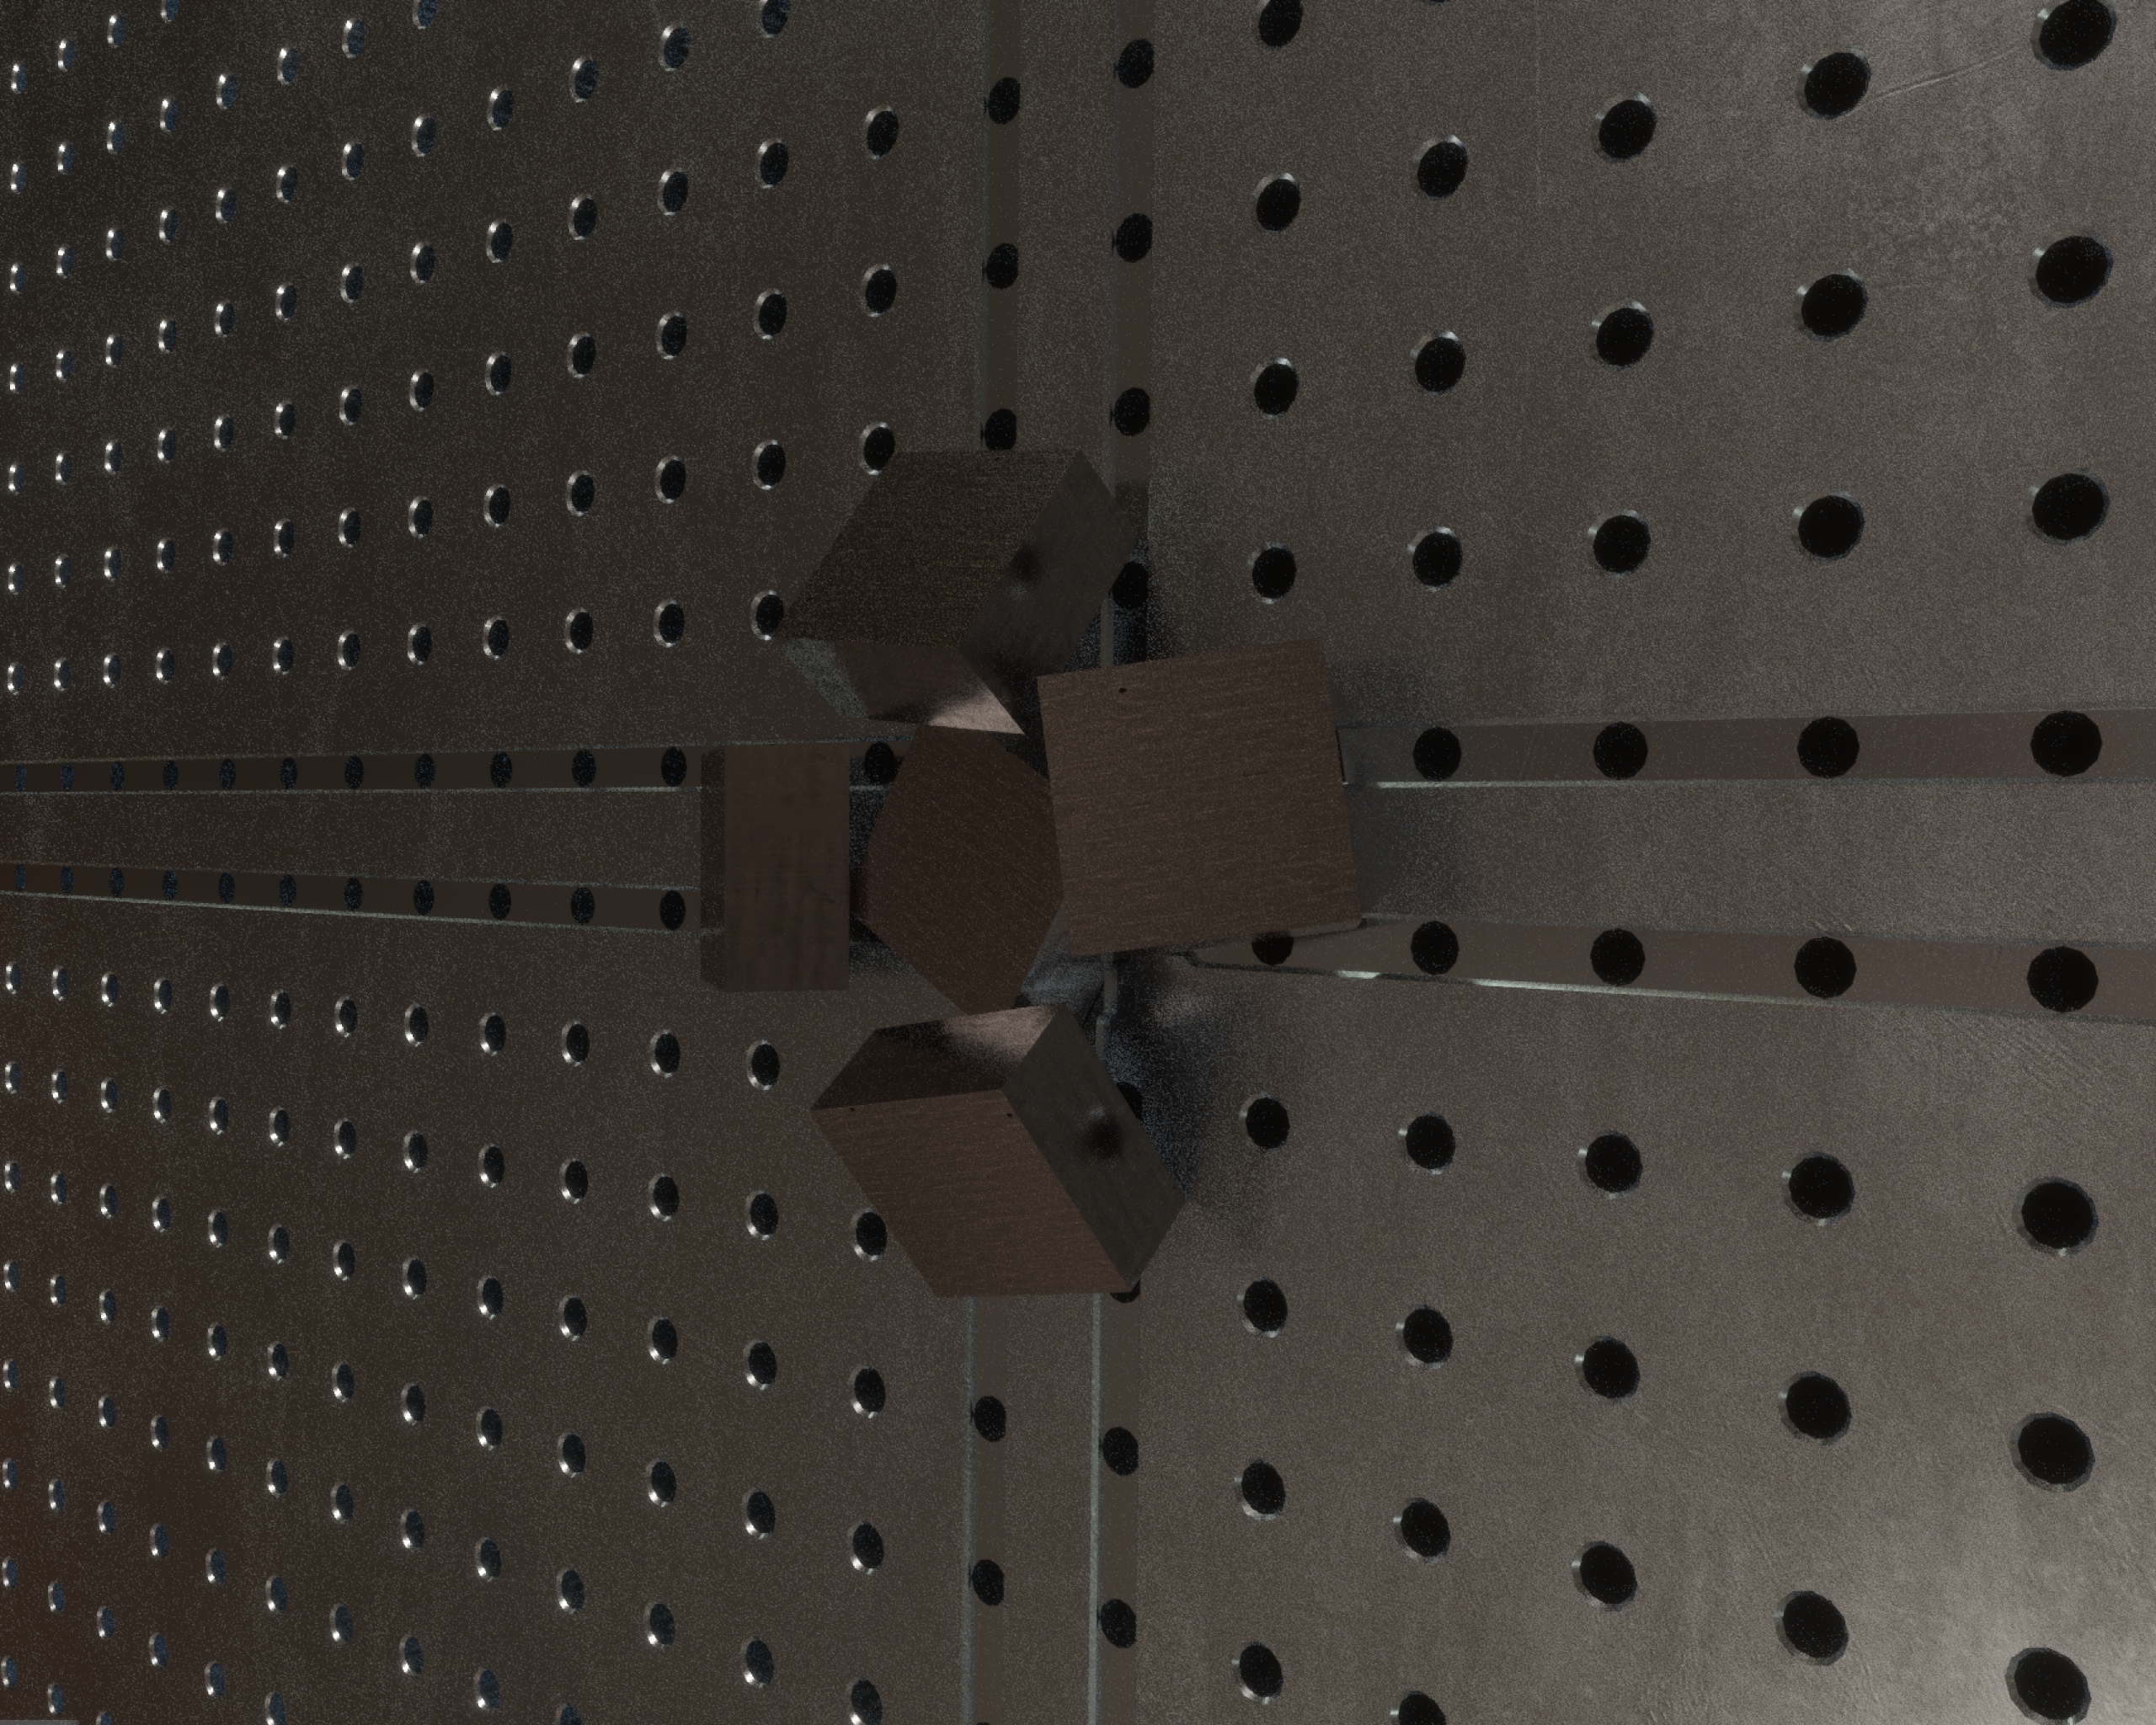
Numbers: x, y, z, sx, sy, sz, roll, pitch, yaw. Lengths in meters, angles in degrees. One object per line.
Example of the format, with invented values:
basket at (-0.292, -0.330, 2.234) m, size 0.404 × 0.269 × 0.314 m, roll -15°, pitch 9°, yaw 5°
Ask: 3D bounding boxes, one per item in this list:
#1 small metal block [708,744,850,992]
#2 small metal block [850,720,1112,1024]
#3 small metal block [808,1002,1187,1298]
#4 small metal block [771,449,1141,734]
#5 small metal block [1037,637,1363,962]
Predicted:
small metal block at (-0.065, 0.001, 0.446) m, size 0.050 × 0.025 × 0.050 m, roll 180°, pitch 90°, yaw -74°
small metal block at (-0.014, 0.000, 0.419) m, size 0.050 × 0.025 × 0.050 m, roll 38°, pitch 113°, yaw 33°
small metal block at (-0.015, 0.057, 0.404) m, size 0.050 × 0.025 × 0.050 m, roll -11°, pitch 119°, yaw 39°
small metal block at (-0.024, -0.054, 0.411) m, size 0.050 × 0.025 × 0.050 m, roll 8°, pitch 59°, yaw 39°
small metal block at (0.022, -0.010, 0.374) m, size 0.050 × 0.025 × 0.050 m, roll -8°, pitch 84°, yaw 4°
